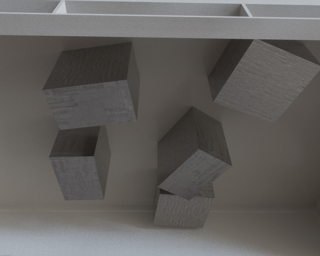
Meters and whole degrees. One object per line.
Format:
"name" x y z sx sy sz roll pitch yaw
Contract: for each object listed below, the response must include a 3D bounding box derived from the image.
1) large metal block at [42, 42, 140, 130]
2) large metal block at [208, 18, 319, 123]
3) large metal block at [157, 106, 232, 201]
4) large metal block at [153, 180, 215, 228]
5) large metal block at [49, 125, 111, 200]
"large metal block" -0.067 -0.047 0.332 0.080 0.080 0.050 -6 130 5
"large metal block" 0.110 -0.061 0.343 0.081 0.050 0.079 17 128 -15
"large metal block" 0.040 0.033 0.402 0.050 0.080 0.080 28 124 -22
"large metal block" 0.034 0.111 0.488 0.081 0.050 0.079 6 130 -5
"large metal block" -0.098 0.037 0.403 0.050 0.080 0.079 -1 130 1
